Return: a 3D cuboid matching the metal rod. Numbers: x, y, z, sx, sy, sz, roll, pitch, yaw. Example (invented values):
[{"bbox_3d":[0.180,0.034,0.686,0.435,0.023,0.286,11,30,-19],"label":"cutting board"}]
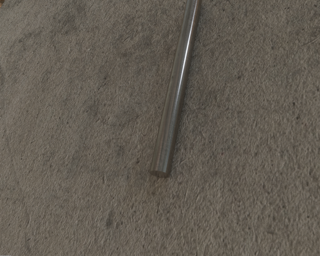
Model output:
[{"bbox_3d":[0.028,-0.076,0.436,0.025,0.025,0.300,-2,60,27],"label":"metal rod"}]
